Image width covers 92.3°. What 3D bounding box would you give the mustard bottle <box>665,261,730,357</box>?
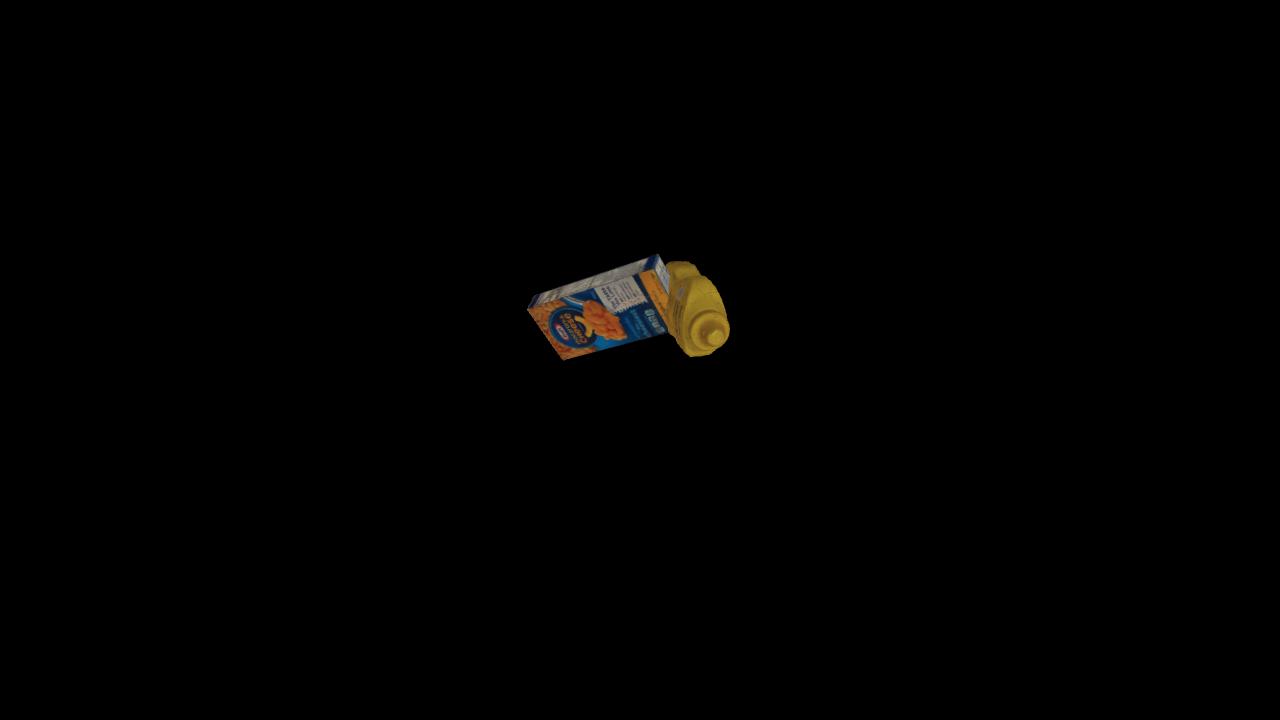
[{"bbox_3d":[0.060,-0.052,0.693,0.054,0.092,0.184,4,19,-11],"label":"mustard bottle"}]

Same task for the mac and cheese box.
[{"bbox_3d":[-0.040,-0.061,0.767,0.184,0.093,0.041,-15,36,27],"label":"mac and cheese box"}]
